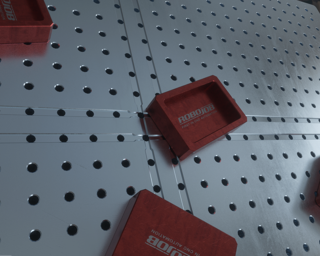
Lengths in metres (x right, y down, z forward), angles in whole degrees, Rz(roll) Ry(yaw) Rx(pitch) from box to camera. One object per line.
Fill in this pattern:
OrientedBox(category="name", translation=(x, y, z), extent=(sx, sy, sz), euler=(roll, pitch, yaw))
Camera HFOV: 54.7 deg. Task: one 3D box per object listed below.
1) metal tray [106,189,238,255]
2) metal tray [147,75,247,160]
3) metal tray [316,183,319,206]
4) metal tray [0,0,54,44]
OrientedBox(category="metal tray", translation=(0.015, 0.136, 0.332), extent=(0.130, 0.030, 0.090), euler=(31, 52, -9))
OrientedBox(category="metal tray", translation=(0.057, -0.020, 0.449), extent=(0.131, 0.030, 0.090), euler=(-24, 75, -37))
OrientedBox(category="metal tray", translation=(0.316, 0.101, 0.516), extent=(0.090, 0.030, 0.131), euler=(41, 51, -1))
OrientedBox(category="metal tray", translation=(-0.203, -0.169, 0.398), extent=(0.091, 0.030, 0.130), euler=(-14, 69, -34))
